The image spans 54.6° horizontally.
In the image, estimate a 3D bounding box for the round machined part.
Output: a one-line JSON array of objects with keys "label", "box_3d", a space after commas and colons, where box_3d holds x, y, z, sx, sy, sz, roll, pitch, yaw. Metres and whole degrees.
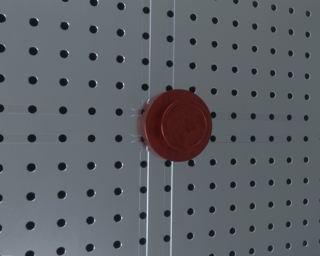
[{"label": "round machined part", "box_3d": [0.027, -0.003, 0.413, 0.099, 0.042, 0.097, 0, 90, -20]}]
